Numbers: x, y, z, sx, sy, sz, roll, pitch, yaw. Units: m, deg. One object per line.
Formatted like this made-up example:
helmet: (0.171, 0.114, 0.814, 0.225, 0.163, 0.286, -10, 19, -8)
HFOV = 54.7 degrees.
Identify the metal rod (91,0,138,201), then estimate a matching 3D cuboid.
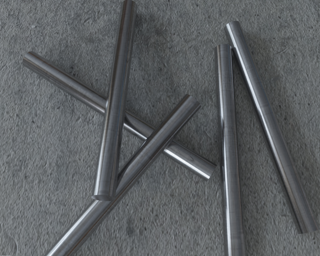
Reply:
metal rod: (-0.054, -0.056, 0.405, 0.025, 0.025, 0.299, 3, 61, 1)

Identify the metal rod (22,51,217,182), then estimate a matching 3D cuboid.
metal rod: (-0.061, -0.021, 0.415, 0.301, 0.025, 0.025, 32, 73, 11)

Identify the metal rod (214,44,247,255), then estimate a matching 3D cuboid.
metal rod: (0.089, 0.026, 0.399, 0.025, 0.025, 0.299, 1, 70, 0)

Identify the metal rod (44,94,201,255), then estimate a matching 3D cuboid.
metal rod: (-0.056, 0.078, 0.362, 0.025, 0.025, 0.300, 39, 81, 13)

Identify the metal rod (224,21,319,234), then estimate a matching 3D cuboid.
metal rod: (0.142, -0.015, 0.414, 0.025, 0.025, 0.299, -12, 70, -4)
